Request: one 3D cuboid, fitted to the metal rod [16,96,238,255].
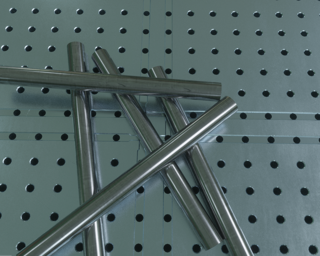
[{"bbox_3d":[-0.027,0.056,0.364,0.301,0.025,0.025,-36,74,-13],"label":"metal rod"}]

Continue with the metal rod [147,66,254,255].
[{"bbox_3d":[0.051,0.049,0.394,0.025,0.025,0.299,-21,72,-8],"label":"metal rod"}]

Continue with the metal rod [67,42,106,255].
[{"bbox_3d":[-0.098,0.019,0.403,0.025,0.025,0.299,-9,70,-4],"label":"metal rod"}]

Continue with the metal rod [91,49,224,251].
[{"bbox_3d":[-0.012,0.015,0.405,0.025,0.025,0.299,-29,73,-10],"label":"metal rod"}]

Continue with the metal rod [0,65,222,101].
[{"bbox_3d":[-0.072,-0.059,0.406,0.302,0.025,0.025,5,70,1],"label":"metal rod"}]
